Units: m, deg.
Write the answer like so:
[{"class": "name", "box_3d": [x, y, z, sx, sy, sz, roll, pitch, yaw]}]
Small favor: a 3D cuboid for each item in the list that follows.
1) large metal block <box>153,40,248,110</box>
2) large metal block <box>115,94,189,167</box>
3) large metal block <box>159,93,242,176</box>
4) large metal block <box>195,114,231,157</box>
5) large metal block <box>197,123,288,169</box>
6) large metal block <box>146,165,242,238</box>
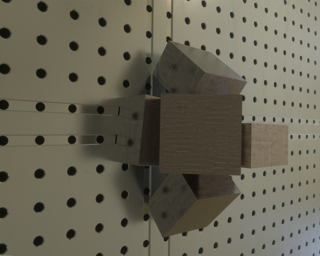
[{"class": "large metal block", "box_3d": [0.051, -0.066, 0.405, 0.081, 0.080, 0.050, 3, 127, -40]}, {"class": "large metal block", "box_3d": [-0.005, 0.006, 0.388, 0.081, 0.050, 0.080, 9, 85, -40]}, {"class": "large metal block", "box_3d": [0.042, 0.006, 0.332, 0.080, 0.050, 0.080, 1, 90, 5]}, {"class": "large metal block", "box_3d": [0.061, 0.010, 0.442, 0.081, 0.050, 0.080, 4, 88, -40]}, {"class": "large metal block", "box_3d": [0.105, 0.020, 0.395, 0.081, 0.080, 0.050, 2, 89, -40]}, {"class": "large metal block", "box_3d": [0.042, 0.091, 0.401, 0.081, 0.050, 0.080, 3, 133, -40]}]
